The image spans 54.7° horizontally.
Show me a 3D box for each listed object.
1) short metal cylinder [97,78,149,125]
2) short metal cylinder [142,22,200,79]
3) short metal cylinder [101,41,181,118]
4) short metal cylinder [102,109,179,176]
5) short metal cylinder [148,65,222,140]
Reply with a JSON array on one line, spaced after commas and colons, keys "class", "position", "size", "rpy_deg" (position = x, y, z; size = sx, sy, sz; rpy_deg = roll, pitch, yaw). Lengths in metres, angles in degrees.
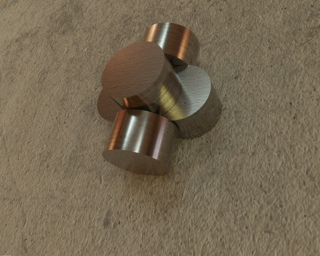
[{"class": "short metal cylinder", "position": [-0.038, -0.032, 0.427], "size": [0.080, 0.050, 0.080], "rpy_deg": [-13, 56, 20]}, {"class": "short metal cylinder", "position": [0.011, -0.096, 0.423], "size": [0.080, 0.080, 0.050], "rpy_deg": [0, 62, 28]}, {"class": "short metal cylinder", "position": [-0.021, -0.055, 0.368], "size": [0.080, 0.050, 0.080], "rpy_deg": [-13, 56, 20]}, {"class": "short metal cylinder", "position": [-0.022, 0.020, 0.369], "size": [0.080, 0.080, 0.050], "rpy_deg": [0, 62, 28]}, {"class": "short metal cylinder", "position": [0.032, -0.032, 0.391], "size": [0.080, 0.050, 0.080], "rpy_deg": [-13, 56, 20]}]
